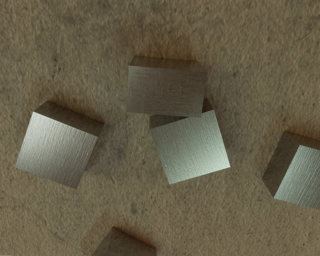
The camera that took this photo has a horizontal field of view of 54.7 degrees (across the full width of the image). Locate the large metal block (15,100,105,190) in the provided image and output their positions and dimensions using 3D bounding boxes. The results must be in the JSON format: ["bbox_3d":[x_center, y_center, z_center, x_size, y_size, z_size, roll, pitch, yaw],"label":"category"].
[{"bbox_3d":[-0.128,0.021,0.403,0.080,0.050,0.079,23,108,-9],"label":"large metal block"}]

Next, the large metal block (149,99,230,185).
[{"bbox_3d":[0.038,0.017,0.403,0.080,0.050,0.080,-17,110,6],"label":"large metal block"}]

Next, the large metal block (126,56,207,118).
[{"bbox_3d":[0.006,-0.051,0.362,0.081,0.080,0.050,4,110,-2],"label":"large metal block"}]

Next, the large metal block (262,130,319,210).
[{"bbox_3d":[0.199,0.058,0.421,0.080,0.050,0.079,15,109,-6],"label":"large metal block"}]

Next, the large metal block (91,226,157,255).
[{"bbox_3d":[-0.061,0.212,0.474,0.080,0.050,0.080,32,107,-11],"label":"large metal block"}]
